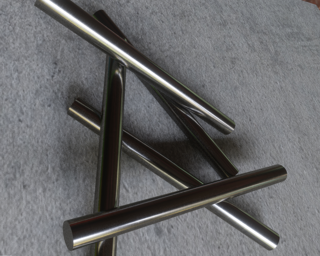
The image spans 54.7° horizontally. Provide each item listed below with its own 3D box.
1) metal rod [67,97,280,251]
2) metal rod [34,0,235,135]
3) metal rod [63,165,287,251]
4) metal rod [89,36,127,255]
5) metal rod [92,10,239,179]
[{"bbox_3d":[0.021,0.059,0.380,0.301,0.025,0.025,35,51,-6],"label":"metal rod"},{"bbox_3d":[-0.006,-0.065,0.381,0.301,0.025,0.025,30,49,-33],"label":"metal rod"},{"bbox_3d":[0.045,0.077,0.346,0.303,0.025,0.025,-6,65,-36],"label":"metal rod"},{"bbox_3d":[-0.054,0.030,0.332,0.025,0.025,0.299,11,65,-23],"label":"metal rod"},{"bbox_3d":[0.003,-0.049,0.436,0.025,0.025,0.300,-33,81,-38],"label":"metal rod"}]
